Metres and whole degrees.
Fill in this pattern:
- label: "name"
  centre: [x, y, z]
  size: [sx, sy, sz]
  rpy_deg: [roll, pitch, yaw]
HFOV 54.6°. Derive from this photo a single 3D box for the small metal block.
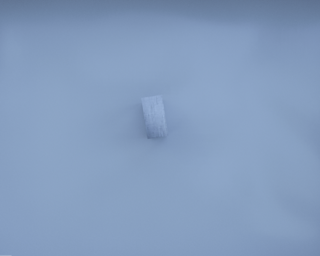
- label: "small metal block"
  centre: [-0.006, -0.013, 0.395]
  size: [0.025, 0.050, 0.050]
  rpy_deg: [-9, 90, 0]
